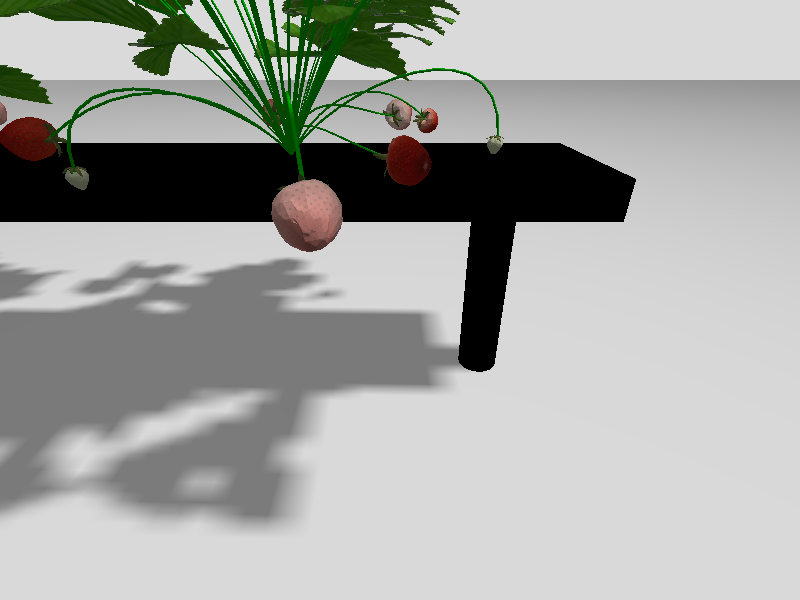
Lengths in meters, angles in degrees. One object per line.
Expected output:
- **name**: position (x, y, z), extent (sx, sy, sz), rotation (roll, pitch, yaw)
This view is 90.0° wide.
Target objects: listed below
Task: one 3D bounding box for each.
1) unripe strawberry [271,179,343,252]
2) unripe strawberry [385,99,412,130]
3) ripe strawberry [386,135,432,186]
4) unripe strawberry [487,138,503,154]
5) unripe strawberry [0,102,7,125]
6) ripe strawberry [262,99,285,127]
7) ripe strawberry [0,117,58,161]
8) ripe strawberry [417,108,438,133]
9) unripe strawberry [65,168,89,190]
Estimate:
- **unripe strawberry**: position (-0.035, -0.030, 0.152), extent (0.027, 0.028, 0.029), rotation (-8, 43, -13)
- **unripe strawberry**: position (0.000, -0.219, 0.473), extent (0.032, 0.033, 0.034), rotation (15, 33, 24)
- **ripe strawberry**: position (0.006, -0.082, 0.238), extent (0.025, 0.029, 0.027), rotation (-25, 39, -36)
- **unripe strawberry**: position (0.069, -0.113, 0.294), extent (0.011, 0.012, 0.011), rotation (7, 31, 12)
- **unripe strawberry**: position (-0.515, -0.238, 0.502), extent (0.036, 0.038, 0.038), rotation (4, 30, 6)
- **ripe strawberry**: position (-0.152, -0.224, 0.480), extent (0.027, 0.031, 0.030), rotation (-10, 31, -16)
- **ripe strawberry**: position (-0.281, -0.122, 0.303), extent (0.035, 0.030, 0.035), rotation (-4, 30, -6)
- **ripe strawberry**: position (0.032, -0.192, 0.432), extent (0.022, 0.025, 0.023), rotation (27, 12, 38)
- **unripe strawberry**: position (-0.178, -0.066, 0.221), extent (0.010, 0.011, 0.011), rotation (19, 35, 30)
